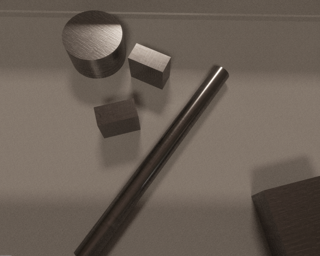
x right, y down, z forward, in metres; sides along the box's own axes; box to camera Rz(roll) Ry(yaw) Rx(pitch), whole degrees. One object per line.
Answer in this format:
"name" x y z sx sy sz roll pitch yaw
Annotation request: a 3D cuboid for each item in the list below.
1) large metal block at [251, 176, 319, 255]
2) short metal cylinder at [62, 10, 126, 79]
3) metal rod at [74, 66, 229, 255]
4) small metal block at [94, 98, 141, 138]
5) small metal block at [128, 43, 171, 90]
"large metal block" 0.165 0.105 0.360 0.081 0.050 0.080 -13 71 -5
"short metal cylinder" -0.091 -0.117 0.438 0.081 0.050 0.080 0 70 0
"metal rod" -0.001 0.035 0.396 0.025 0.025 0.300 34 73 11
"small metal block" -0.054 -0.011 0.400 0.050 0.050 0.025 -14 71 -5
"small metal block" -0.014 -0.084 0.427 0.050 0.050 0.025 24 72 8
